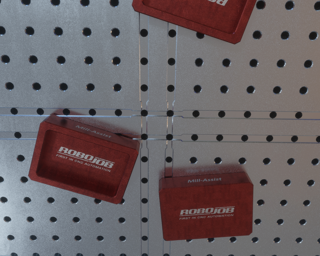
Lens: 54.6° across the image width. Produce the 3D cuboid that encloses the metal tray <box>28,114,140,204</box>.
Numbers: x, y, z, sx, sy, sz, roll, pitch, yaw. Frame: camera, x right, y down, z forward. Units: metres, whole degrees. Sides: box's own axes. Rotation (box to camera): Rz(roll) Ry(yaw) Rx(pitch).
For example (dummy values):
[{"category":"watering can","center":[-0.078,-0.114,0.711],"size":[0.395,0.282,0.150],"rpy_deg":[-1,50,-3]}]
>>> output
[{"category":"metal tray","center":[-0.103,0.044,0.426],"size":[0.131,0.030,0.089],"rpy_deg":[18,109,-7]}]

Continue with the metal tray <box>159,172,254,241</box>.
[{"category":"metal tray","center":[0.067,0.116,0.454],"size":[0.131,0.030,0.089],"rpy_deg":[-4,110,1]}]

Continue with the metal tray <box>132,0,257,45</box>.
[{"category":"metal tray","center":[0.043,-0.159,0.352],"size":[0.131,0.030,0.089],"rpy_deg":[16,109,-6]}]
